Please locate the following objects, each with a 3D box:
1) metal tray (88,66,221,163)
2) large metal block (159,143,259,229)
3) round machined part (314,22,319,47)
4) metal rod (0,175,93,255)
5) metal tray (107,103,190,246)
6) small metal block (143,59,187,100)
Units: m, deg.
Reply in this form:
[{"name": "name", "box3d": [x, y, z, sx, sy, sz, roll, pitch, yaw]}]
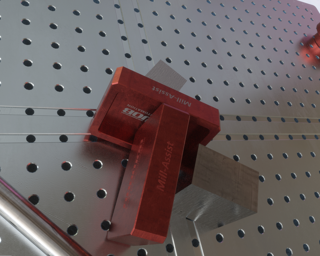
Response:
[{"name": "metal tray", "box3d": [-0.007, -0.007, 0.365, 0.131, 0.089, 0.030, 22, 43, -15]}, {"name": "large metal block", "box3d": [0.055, 0.071, 0.361, 0.080, 0.080, 0.050, 26, 53, -13]}, {"name": "round machined part", "box3d": [0.424, -0.222, 0.766, 0.099, 0.042, 0.098, 14, 56, -21]}, {"name": "metal rod", "box3d": [-0.076, 0.127, 0.290, 0.300, 0.025, 0.025, 41, 51, 0]}, {"name": "metal tray", "box3d": [-0.012, 0.050, 0.319, 0.030, 0.090, 0.130, 21, 62, -15]}, {"name": "small metal block", "box3d": [0.004, -0.064, 0.451, 0.050, 0.025, 0.050, 38, 51, -3]}]
